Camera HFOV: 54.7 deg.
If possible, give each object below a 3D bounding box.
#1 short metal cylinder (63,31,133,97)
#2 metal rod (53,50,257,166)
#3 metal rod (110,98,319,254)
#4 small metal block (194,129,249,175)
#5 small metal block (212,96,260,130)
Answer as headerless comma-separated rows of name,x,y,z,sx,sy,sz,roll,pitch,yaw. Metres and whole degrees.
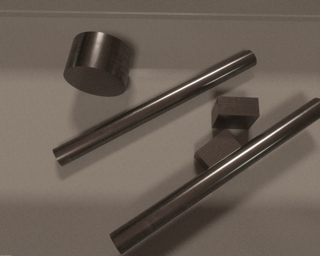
short metal cylinder,-0.080,-0.082,0.409,0.080,0.080,0.050,8,70,2
metal rod,0.001,-0.032,0.421,0.302,0.025,0.025,-28,73,-10
metal rod,0.078,0.049,0.366,0.301,0.025,0.025,-31,73,-11
small metal block,0.080,0.038,0.397,0.050,0.025,0.050,-37,74,-13
small metal block,0.097,-0.019,0.404,0.050,0.050,0.025,2,70,0
